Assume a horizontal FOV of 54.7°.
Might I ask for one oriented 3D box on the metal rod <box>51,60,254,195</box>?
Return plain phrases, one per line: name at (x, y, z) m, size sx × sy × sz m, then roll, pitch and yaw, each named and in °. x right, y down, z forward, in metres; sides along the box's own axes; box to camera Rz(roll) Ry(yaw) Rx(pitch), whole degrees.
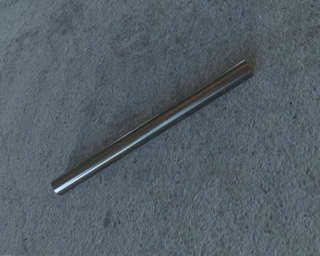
metal rod at (-0.015, 0.003, 0.410) m, size 0.300 × 0.025 × 0.025 m, roll -32°, pitch 52°, yaw 7°
